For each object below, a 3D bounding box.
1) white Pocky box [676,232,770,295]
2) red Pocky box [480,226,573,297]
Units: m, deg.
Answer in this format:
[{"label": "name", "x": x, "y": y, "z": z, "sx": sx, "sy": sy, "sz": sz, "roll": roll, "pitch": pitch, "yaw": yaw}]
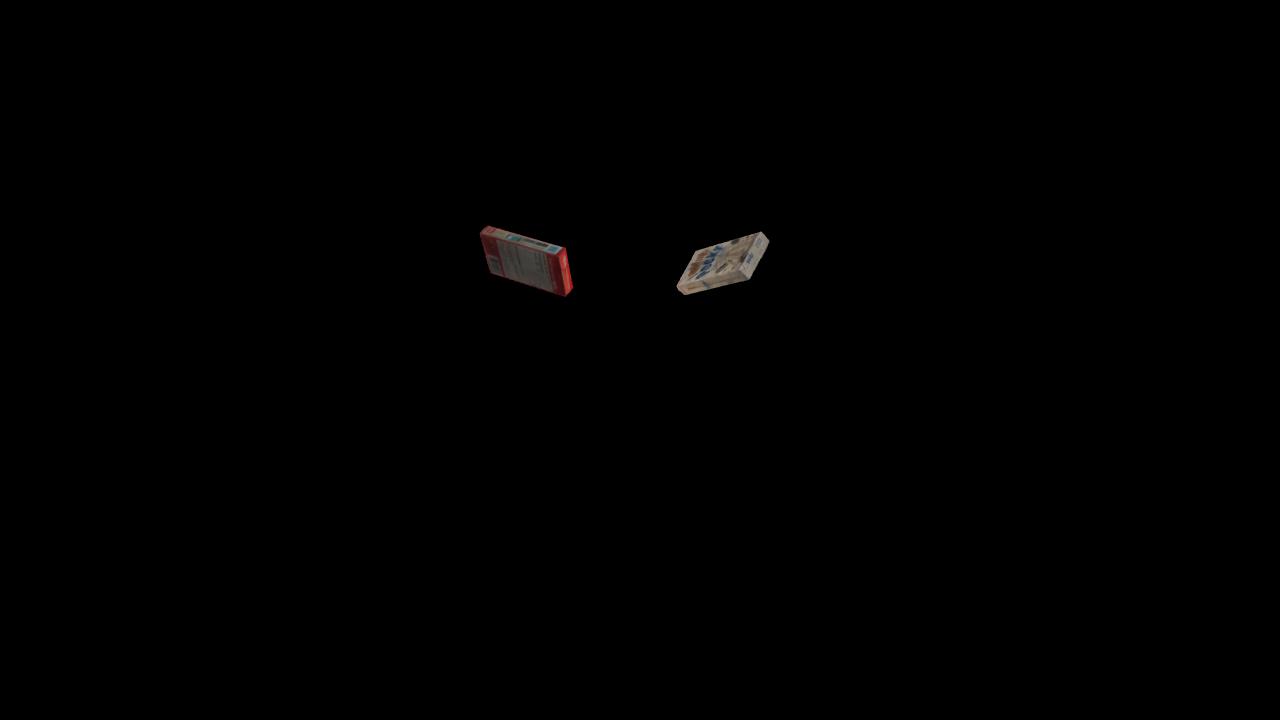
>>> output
[{"label": "white Pocky box", "x": 0.130, "y": -0.152, "z": 0.983, "sx": 0.028, "sy": 0.084, "sz": 0.154, "roll": 41, "pitch": -25, "yaw": -26}, {"label": "red Pocky box", "x": -0.181, "y": -0.159, "z": 0.987, "sx": 0.155, "sy": 0.083, "sz": 0.028, "roll": 19, "pitch": 49, "yaw": 21}]
